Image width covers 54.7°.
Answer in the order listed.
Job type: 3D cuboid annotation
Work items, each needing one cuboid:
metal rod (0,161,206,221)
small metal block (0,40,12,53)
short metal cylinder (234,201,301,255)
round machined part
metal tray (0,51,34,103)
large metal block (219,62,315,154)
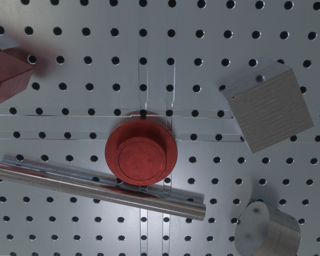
[{"bbox_3d":[-0.082,0.091,0.446,0.302,0.025,0.025,13,110,-5],"label":"metal rod"},{"bbox_3d":[-0.221,-0.093,0.377,0.050,0.025,0.050,37,106,-13],"label":"small metal block"},{"bbox_3d":[0.151,0.152,0.442,0.050,0.080,0.080,26,108,-9],"label":"short metal cylinder"},{"bbox_3d":[-0.025,0.036,0.417,0.099,0.042,0.097,0,110,0],"label":"round machined part"},{"bbox_3d":[-0.214,-0.073,0.323,0.131,0.090,0.030,26,108,-9],"label":"metal tray"},{"bbox_3d":[0.133,-0.026,0.392,0.080,0.050,0.080,-26,108,9],"label":"large metal block"}]
